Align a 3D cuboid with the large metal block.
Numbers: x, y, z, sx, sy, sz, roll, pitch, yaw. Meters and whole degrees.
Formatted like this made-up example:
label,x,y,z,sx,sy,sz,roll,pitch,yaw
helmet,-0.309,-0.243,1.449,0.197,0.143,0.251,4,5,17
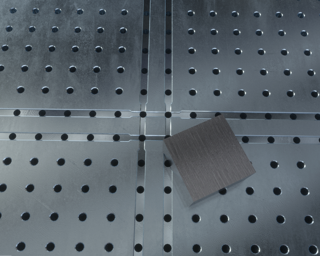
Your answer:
label,x,y,z,sx,sy,sz,roll,pitch,yaw
large metal block,0.057,0.041,0.384,0.080,0.050,0.080,-23,72,-9
